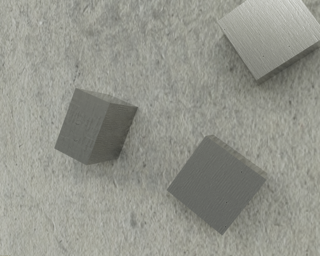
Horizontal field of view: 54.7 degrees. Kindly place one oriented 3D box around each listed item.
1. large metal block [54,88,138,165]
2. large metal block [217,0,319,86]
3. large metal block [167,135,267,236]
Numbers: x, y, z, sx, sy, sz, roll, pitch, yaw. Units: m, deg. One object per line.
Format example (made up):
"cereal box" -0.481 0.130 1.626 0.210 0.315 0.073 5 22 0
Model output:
"large metal block" -0.081 -0.002 0.407 0.050 0.080 0.080 24 98 18
"large metal block" 0.124 -0.106 0.352 0.080 0.050 0.080 -33 80 16
"large metal block" 0.069 0.064 0.371 0.080 0.050 0.080 37 102 16
